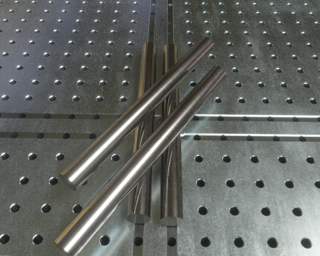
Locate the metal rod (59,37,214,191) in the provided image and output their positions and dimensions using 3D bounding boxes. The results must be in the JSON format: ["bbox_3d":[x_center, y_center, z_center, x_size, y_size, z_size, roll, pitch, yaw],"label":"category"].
[{"bbox_3d":[-0.012,-0.037,0.407,0.025,0.025,0.301,28,55,21],"label":"metal rod"}]

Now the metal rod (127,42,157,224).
[{"bbox_3d":[-0.020,-0.019,0.424,0.025,0.025,0.300,1,50,1],"label":"metal rod"}]

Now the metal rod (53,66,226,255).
[{"bbox_3d":[-0.002,0.017,0.361,0.025,0.025,0.301,28,55,21],"label":"metal rod"}]

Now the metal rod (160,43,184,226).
[{"bbox_3d":[0.015,-0.016,0.422,0.025,0.025,0.300,1,50,1],"label":"metal rod"}]
